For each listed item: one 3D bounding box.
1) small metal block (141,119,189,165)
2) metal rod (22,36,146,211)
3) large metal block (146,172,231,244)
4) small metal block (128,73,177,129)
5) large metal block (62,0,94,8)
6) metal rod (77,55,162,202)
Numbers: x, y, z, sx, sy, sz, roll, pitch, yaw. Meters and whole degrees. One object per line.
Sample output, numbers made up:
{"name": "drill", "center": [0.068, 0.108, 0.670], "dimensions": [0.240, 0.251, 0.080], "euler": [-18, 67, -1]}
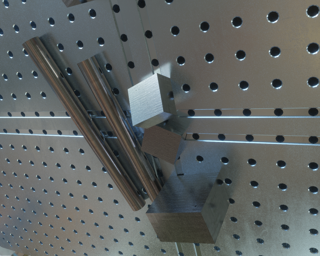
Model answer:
{"name": "small metal block", "center": [0.006, 0.014, 0.417], "dimensions": [0.050, 0.025, 0.050], "euler": [23, 127, 14]}
{"name": "metal rod", "center": [-0.107, 0.003, 0.469], "dimensions": [0.025, 0.025, 0.299], "euler": [-20, 108, 35]}
{"name": "large metal block", "center": [0.041, 0.107, 0.420], "dimensions": [0.080, 0.080, 0.050], "euler": [-11, 113, 33]}
{"name": "small metal block", "center": [-0.010, -0.032, 0.380], "dimensions": [0.050, 0.025, 0.050], "euler": [-23, 67, 36]}
{"name": "large metal block", "center": [-0.086, -0.189, 0.323], "dimensions": [0.080, 0.050, 0.080], "euler": [-29, 103, 37]}
{"name": "metal rod", "center": [-0.036, 0.038, 0.453], "dimensions": [0.025, 0.025, 0.299], "euler": [-13, 112, 33]}
